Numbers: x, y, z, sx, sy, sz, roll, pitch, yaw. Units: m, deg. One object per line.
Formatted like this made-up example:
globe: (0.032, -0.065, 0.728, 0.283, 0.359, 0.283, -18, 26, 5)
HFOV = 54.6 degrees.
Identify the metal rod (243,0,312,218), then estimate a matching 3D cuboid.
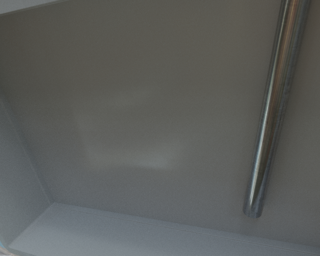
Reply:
metal rod: (0.122, -0.017, 0.334, 0.025, 0.025, 0.298, 13, 124, 21)
